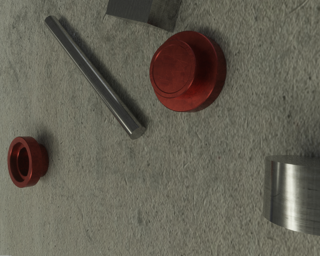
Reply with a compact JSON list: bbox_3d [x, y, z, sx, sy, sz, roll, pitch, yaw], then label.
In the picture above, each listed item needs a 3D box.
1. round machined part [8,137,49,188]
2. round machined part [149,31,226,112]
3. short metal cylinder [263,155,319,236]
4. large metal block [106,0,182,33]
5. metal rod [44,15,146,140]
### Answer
[{"bbox_3d":[-0.254,0.065,0.604,0.098,0.042,0.097,0,90,40],"label":"round machined part"},{"bbox_3d":[0.026,-0.068,0.373,0.098,0.042,0.097,0,90,40],"label":"round machined part"},{"bbox_3d":[0.130,0.053,0.262,0.080,0.081,0.050,4,93,40],"label":"short metal cylinder"},{"bbox_3d":[-0.017,-0.176,0.403,0.080,0.050,0.079,26,107,37],"label":"large metal block"},{"bbox_3d":[-0.116,-0.094,0.500,0.300,0.025,0.025,50,119,28],"label":"metal rod"}]
